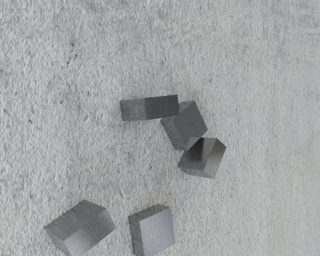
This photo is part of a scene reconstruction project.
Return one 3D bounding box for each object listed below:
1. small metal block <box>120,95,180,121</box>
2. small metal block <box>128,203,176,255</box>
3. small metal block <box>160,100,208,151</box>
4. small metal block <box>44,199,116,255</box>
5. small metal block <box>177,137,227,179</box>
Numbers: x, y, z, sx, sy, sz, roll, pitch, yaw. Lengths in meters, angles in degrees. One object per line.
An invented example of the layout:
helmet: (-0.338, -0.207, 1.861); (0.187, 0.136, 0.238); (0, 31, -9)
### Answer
small metal block: (-0.013, -0.025, 0.377); (0.050, 0.050, 0.025); (-11, 97, -40)
small metal block: (-0.010, 0.131, 0.396); (0.050, 0.025, 0.050); (-13, 98, -39)
small metal block: (0.035, -0.004, 0.433); (0.050, 0.025, 0.050); (-41, 115, -32)
small metal block: (-0.083, 0.103, 0.319); (0.050, 0.050, 0.025); (-33, 111, -35)
small metal block: (0.059, 0.041, 0.437); (0.025, 0.050, 0.050); (40, 66, -33)
